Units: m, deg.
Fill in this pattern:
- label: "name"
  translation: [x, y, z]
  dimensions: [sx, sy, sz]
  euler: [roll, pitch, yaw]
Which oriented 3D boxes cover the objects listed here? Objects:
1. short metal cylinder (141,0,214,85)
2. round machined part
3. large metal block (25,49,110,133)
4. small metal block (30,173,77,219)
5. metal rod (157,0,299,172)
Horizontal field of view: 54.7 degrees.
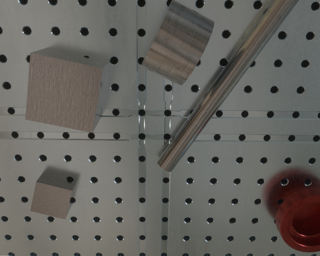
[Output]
- label: "short metal cylinder"
  translation: [0.018, -0.095, 0.349]
  dimensions: [0.050, 0.080, 0.080]
  euler: [25, 108, -9]
- label: "round machined part"
  translation: [0.219, 0.130, 0.455]
  dimensions: [0.099, 0.042, 0.097]
  euler: [0, 110, -1]
- label: "large metal block"
  translation: [-0.112, -0.047, 0.381]
  dimensions: [0.081, 0.050, 0.079]
  euler: [12, 110, -5]
- label: "small metal block"
  translation: [-0.154, 0.099, 0.448]
  dimensions: [0.050, 0.025, 0.050]
  euler: [16, 109, -7]
- label: "metal rod"
  translation: [0.088, -0.065, 0.390]
  dimensions: [0.025, 0.025, 0.299]
  euler: [31, 107, -11]
